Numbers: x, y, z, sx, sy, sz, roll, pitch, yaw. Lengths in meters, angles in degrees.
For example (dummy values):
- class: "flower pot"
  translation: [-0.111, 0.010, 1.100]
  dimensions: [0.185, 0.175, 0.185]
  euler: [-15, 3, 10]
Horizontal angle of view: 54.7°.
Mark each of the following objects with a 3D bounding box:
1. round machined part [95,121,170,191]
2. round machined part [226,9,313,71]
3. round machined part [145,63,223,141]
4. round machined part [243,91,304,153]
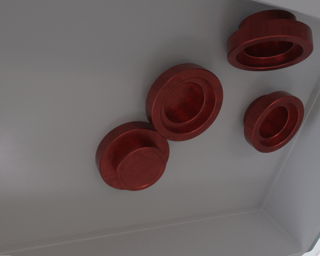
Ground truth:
- class: "round machined part"
  translation: [-0.031, 0.044, 0.408]
  dimensions: [0.099, 0.042, 0.097]
  euler: [-14, 124, -21]
- class: "round machined part"
  translation: [0.132, -0.108, 0.380]
  dimensions: [0.099, 0.098, 0.042]
  euler: [9, 76, -32]
- class: "round machined part"
  translation: [0.027, -0.035, 0.390]
  dimensions: [0.099, 0.042, 0.097]
  euler: [-14, 124, -21]
- class: "round machined part"
  translation: [0.171, -0.013, 0.482]
  dimensions: [0.099, 0.042, 0.097]
  euler: [-14, 124, -21]
